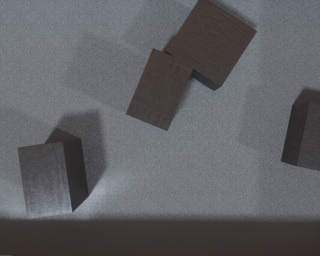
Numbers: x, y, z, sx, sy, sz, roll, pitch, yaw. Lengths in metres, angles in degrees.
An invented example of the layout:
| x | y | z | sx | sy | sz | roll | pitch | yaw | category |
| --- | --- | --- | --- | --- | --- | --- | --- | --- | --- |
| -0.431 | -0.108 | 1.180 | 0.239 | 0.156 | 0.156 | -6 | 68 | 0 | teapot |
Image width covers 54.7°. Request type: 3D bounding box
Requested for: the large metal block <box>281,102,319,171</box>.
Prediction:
| x | y | z | sx | sy | sz | roll | pitch | yaw | category |
| --- | --- | --- | --- | --- | --- | --- | --- | --- | --- |
| 0.213 | 0.015 | 0.400 | 0.080 | 0.050 | 0.080 | 11 | 90 | 0 | large metal block |

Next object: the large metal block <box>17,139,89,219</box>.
| x | y | z | sx | sy | sz | roll | pitch | yaw | category |
| --- | --- | --- | --- | --- | --- | --- | --- | --- | --- |
| -0.127 | 0.057 | 0.383 | 0.050 | 0.080 | 0.080 | -8 | 90 | 0 | large metal block |

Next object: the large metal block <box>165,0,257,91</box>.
| x | y | z | sx | sy | sz | roll | pitch | yaw | category |
| --- | --- | --- | --- | --- | --- | --- | --- | --- | --- |
| 0.062 | -0.105 | 0.399 | 0.080 | 0.050 | 0.080 | 33 | 90 | 0 | large metal block |

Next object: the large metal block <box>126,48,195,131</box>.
| x | y | z | sx | sy | sz | roll | pitch | yaw | category |
| --- | --- | --- | --- | --- | --- | --- | --- | --- | --- |
| 0.000 | -0.043 | 0.384 | 0.050 | 0.080 | 0.080 | 22 | 90 | 0 | large metal block |
